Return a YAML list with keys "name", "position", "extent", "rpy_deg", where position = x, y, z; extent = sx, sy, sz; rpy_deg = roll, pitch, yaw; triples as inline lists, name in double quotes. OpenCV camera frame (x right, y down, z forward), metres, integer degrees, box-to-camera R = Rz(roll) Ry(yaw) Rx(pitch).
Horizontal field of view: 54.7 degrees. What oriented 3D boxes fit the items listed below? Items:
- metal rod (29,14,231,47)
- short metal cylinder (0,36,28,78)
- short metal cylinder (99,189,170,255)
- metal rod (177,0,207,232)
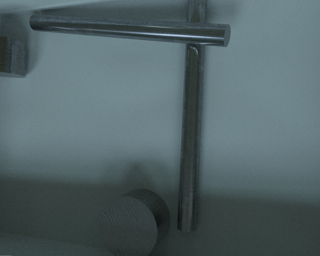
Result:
- name: "metal rod"
  position: [-0.057, -0.133, 0.413]
  extent: [0.301, 0.025, 0.025]
  rpy_deg: [12, 94, 25]
- name: "short metal cylinder"
  position: [-0.244, -0.106, 0.465]
  extent: [0.080, 0.080, 0.050]
  rpy_deg: [5, 92, 19]
- name: "short metal cylinder"
  position: [-0.032, 0.125, 0.408]
  extent: [0.080, 0.050, 0.079]
  rpy_deg: [0, 90, 19]
- name: "metal rod"
  position: [0.041, -0.020, 0.395]
  extent: [0.025, 0.025, 0.298]
  rpy_deg: [3, 91, 19]
